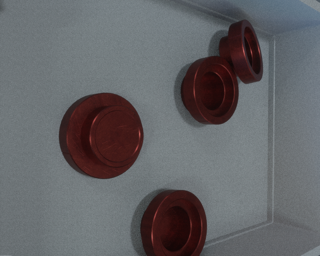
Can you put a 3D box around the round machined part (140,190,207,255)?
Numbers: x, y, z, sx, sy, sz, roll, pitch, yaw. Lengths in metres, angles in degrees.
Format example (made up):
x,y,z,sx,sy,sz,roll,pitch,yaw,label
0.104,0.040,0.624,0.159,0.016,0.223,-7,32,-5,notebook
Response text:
x,y,z,sx,sy,sz,roll,pitch,yaw,label
0.014,0.130,0.404,0.099,0.042,0.097,8,78,-41,round machined part

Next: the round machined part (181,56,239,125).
x,y,z,sx,sy,sz,roll,pitch,yaw,label
0.069,-0.054,0.455,0.099,0.042,0.097,-1,91,-40,round machined part

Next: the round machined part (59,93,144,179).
x,y,z,sx,sy,sz,roll,pitch,yaw,label
-0.058,0.009,0.349,0.099,0.042,0.097,0,90,-40,round machined part

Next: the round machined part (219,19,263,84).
x,y,z,sx,sy,sz,roll,pitch,yaw,label
0.127,-0.117,0.493,0.098,0.042,0.098,21,64,-52,round machined part
